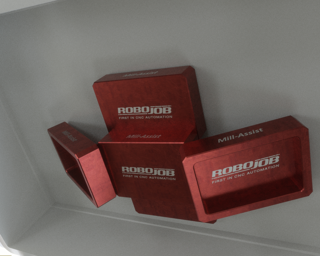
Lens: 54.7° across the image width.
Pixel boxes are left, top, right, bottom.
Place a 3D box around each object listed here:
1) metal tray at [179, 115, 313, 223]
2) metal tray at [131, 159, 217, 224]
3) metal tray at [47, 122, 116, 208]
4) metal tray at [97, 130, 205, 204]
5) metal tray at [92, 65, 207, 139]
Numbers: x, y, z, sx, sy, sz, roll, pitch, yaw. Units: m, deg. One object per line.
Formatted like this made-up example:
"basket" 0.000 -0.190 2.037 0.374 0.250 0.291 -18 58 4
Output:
"metal tray" 0.095 0.047 0.342 0.131 0.030 0.089 -15 115 2
"metal tray" 0.016 0.087 0.447 0.130 0.030 0.089 -1 118 28
"metal tray" -0.118 0.050 0.457 0.130 0.030 0.089 24 135 51
"metal tray" -0.010 0.050 0.400 0.130 0.030 0.089 -1 118 28
"metal tray" -0.014 -0.026 0.393 0.130 0.030 0.089 -1 118 28
